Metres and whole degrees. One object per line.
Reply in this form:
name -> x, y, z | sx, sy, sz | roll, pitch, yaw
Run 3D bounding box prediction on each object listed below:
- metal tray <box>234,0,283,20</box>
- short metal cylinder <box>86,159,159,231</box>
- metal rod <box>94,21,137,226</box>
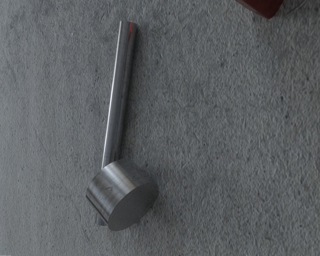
metal tray -> 0.107, -0.173, 0.273 | 0.030, 0.091, 0.129 | 43, 116, 31
short metal cylinder -> -0.048, 0.087, 0.407 | 0.050, 0.081, 0.079 | 40, 114, 32
metal rod -> -0.066, -0.002, 0.456 | 0.025, 0.025, 0.298 | 14, 99, 39
